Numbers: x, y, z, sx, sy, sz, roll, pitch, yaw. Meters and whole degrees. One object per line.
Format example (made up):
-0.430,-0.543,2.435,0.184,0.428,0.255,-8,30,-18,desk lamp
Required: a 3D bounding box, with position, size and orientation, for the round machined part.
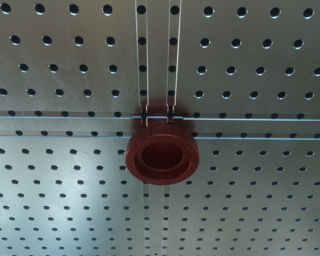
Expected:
0.003,0.032,0.427,0.099,0.042,0.097,0,130,0,round machined part
